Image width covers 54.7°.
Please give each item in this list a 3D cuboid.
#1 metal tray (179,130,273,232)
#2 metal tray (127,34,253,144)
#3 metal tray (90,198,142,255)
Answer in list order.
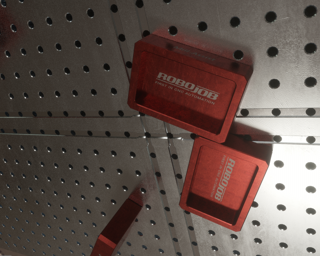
[{"bbox_3d":[0.081,0.069,0.407,0.090,0.030,0.129,20,126,16],"label":"metal tray"},{"bbox_3d":[0.030,-0.046,0.362,0.130,0.030,0.089,22,127,14],"label":"metal tray"},{"bbox_3d":[-0.081,0.191,0.527,0.030,0.090,0.129,31,128,8],"label":"metal tray"}]
